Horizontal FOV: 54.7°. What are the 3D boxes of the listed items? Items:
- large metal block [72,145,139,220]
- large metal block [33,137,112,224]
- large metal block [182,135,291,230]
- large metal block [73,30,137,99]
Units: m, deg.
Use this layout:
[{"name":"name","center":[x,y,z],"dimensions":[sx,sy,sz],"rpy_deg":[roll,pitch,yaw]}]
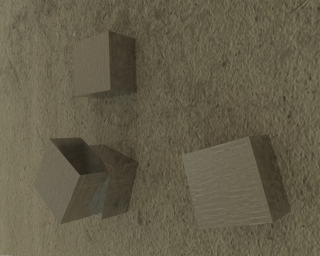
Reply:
[{"name":"large metal block","center":[-0.085,0.076,0.459],"dimensions":[0.080,0.050,0.079],"rpy_deg":[21,103,38]},{"name":"large metal block","center":[-0.122,0.069,0.424],"dimensions":[0.080,0.050,0.079],"rpy_deg":[39,114,33]},{"name":"large metal block","center":[0.078,0.057,0.324],"dimensions":[0.080,0.050,0.080],"rpy_deg":[-21,77,38]},{"name":"large metal block","center":[-0.082,-0.089,0.456],"dimensions":[0.080,0.050,0.080],"rpy_deg":[-4,88,40]}]
